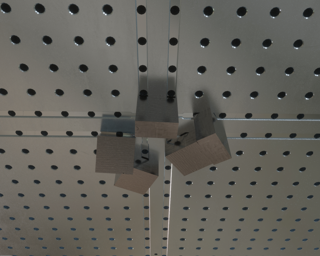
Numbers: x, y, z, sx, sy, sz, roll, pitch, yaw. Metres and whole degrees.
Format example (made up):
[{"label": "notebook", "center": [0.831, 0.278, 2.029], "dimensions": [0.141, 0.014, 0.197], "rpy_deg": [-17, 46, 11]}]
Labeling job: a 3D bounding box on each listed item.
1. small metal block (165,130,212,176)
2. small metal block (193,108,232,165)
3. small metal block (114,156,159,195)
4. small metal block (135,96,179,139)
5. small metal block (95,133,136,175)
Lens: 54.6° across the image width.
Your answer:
[{"label": "small metal block", "center": [0.042, 0.036, 0.443], "dimensions": [0.050, 0.025, 0.050], "rpy_deg": [-28, 125, 21]}, {"label": "small metal block", "center": [0.068, 0.011, 0.405], "dimensions": [0.025, 0.050, 0.050], "rpy_deg": [-25, 126, 19]}, {"label": "small metal block", "center": [-0.036, 0.071, 0.472], "dimensions": [0.050, 0.025, 0.050], "rpy_deg": [21, 127, -17]}, {"label": "small metal block", "center": [-0.004, -0.014, 0.383], "dimensions": [0.050, 0.050, 0.025], "rpy_deg": [3, 130, -3]}, {"label": "small metal block", "center": [-0.060, 0.035, 0.425], "dimensions": [0.050, 0.025, 0.050], "rpy_deg": [4, 95, -4]}]
